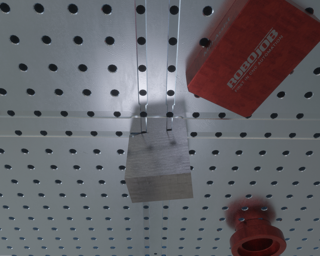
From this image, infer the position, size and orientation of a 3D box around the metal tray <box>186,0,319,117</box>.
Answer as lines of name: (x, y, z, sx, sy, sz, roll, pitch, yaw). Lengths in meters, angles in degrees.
metal tray: (0.099, -0.080, 0.341, 0.091, 0.030, 0.129, 22, 127, -18)

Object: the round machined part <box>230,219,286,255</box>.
round machined part: (0.179, 0.207, 0.578, 0.099, 0.042, 0.097, 0, 130, 0)

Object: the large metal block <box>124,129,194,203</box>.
large metal block: (0.000, 0.050, 0.418, 0.080, 0.080, 0.050, -6, 130, 4)
